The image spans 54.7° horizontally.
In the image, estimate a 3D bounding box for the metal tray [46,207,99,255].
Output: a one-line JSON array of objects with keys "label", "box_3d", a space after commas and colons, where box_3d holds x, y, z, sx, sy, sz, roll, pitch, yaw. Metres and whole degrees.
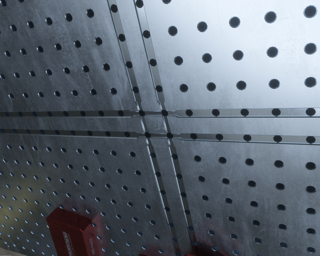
[{"label": "metal tray", "box_3d": [-0.179, 0.233, 0.643, 0.090, 0.030, 0.129, 11, 123, 22]}]

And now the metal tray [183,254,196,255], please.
[{"label": "metal tray", "box_3d": [0.072, 0.275, 0.511, 0.090, 0.030, 0.129, 11, 114, 4]}]
